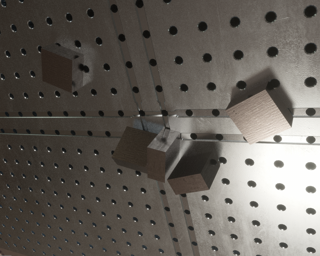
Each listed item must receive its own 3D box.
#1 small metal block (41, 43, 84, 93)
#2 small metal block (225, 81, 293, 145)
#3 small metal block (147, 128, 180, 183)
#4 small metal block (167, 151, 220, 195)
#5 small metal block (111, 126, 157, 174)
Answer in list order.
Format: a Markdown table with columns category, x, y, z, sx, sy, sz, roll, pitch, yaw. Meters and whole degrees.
| category | x | y | z | sx | sy | sz | roll | pitch | yaw |
| --- | --- | --- | --- | --- | --- | --- | --- | --- | --- |
| small metal block | -0.135 | -0.083 | 0.429 | 0.050 | 0.025 | 0.050 | 23 | 127 | 14 |
| small metal block | 0.110 | -0.016 | 0.343 | 0.050 | 0.025 | 0.050 | -30 | 102 | 37 |
| small metal block | 0.005 | 0.036 | 0.413 | 0.025 | 0.050 | 0.050 | 14 | 124 | 20 |
| small metal block | 0.045 | 0.059 | 0.407 | 0.050 | 0.050 | 0.025 | -17 | 109 | 34 |
| small metal block | -0.030 | 0.030 | 0.424 | 0.050 | 0.050 | 0.025 | 14 | 154 | 20 |
